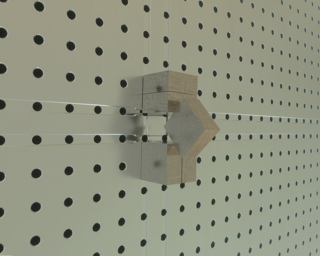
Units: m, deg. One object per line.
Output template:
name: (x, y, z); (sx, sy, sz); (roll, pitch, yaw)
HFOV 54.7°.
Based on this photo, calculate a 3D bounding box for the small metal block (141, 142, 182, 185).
small metal block: (0.001, 0.044, 0.396); (0.025, 0.050, 0.050); (2, 89, -40)

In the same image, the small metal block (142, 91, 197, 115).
small metal block: (0.013, -0.031, 0.405); (0.050, 0.050, 0.025); (3, 89, -40)

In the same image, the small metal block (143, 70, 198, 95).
small metal block: (0.013, -0.056, 0.405); (0.050, 0.050, 0.025); (3, 89, -40)

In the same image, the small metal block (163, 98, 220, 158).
small metal block: (0.037, 0.000, 0.372); (0.025, 0.050, 0.050); (1, 47, -40)

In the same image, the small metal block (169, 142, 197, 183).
small metal block: (0.021, 0.044, 0.411); (0.025, 0.050, 0.050); (2, 89, -40)
